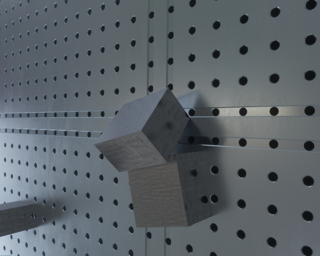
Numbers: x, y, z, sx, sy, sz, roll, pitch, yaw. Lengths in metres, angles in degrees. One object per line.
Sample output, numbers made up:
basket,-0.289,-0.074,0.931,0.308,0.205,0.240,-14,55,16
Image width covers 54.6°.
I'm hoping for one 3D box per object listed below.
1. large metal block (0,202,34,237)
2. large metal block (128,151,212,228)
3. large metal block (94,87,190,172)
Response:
large metal block,-0.320,0.187,0.641,0.080,0.081,0.050,-6,86,40
large metal block,0.010,0.077,0.386,0.080,0.050,0.080,-16,80,39
large metal block,-0.021,0.003,0.383,0.080,0.080,0.050,-16,121,39
